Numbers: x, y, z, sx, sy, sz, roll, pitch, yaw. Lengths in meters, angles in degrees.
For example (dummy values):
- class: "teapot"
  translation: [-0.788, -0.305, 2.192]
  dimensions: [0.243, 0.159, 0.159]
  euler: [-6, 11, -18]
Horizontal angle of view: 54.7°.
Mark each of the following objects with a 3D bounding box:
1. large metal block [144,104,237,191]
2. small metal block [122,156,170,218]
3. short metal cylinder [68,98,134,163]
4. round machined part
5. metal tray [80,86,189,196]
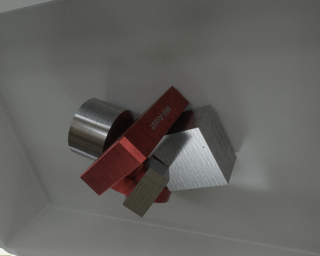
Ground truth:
- class: "large metal block"
  translation: [0.036, 0.027, 0.377]
  dimensions: [0.080, 0.050, 0.080]
  euler: [-15, 115, 34]
- class: "small metal block"
  translation: [-0.014, 0.064, 0.348]
  dimensions: [0.025, 0.050, 0.050]
  euler: [35, 97, -4]
- class: "short metal cylinder"
  translation: [-0.076, 0.005, 0.413]
  dimensions: [0.050, 0.080, 0.079]
  euler: [21, 126, 16]
- class: "round machined part"
  translation: [-0.028, 0.064, 0.424]
  dimensions: [0.098, 0.098, 0.042]
  euler: [19, 90, 17]
- class: "metal tray"
  translation: [-0.025, 0.011, 0.357]
  dimensions: [0.030, 0.131, 0.090]
  euler: [46, 128, -5]
